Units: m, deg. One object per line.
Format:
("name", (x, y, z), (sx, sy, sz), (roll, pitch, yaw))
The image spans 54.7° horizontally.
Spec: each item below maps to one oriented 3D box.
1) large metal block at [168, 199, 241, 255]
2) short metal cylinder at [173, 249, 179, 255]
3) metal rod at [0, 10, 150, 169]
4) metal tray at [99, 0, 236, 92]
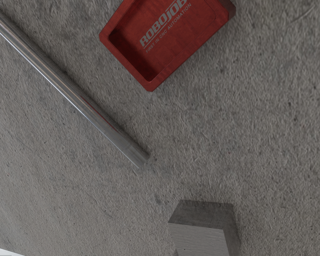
("large metal block", (0.067, 0.155, 0.451), (0.080, 0.050, 0.080), (-3, 117, 29))
("short metal cylinder", (0.056, 0.226, 0.501), (0.080, 0.050, 0.079), (13, 124, 21))
("metal rod", (-0.130, -0.055, 0.441), (0.300, 0.025, 0.025), (45, 129, -3))
("metal tray", (0.003, -0.111, 0.333), (0.090, 0.030, 0.129), (47, 129, -5))
